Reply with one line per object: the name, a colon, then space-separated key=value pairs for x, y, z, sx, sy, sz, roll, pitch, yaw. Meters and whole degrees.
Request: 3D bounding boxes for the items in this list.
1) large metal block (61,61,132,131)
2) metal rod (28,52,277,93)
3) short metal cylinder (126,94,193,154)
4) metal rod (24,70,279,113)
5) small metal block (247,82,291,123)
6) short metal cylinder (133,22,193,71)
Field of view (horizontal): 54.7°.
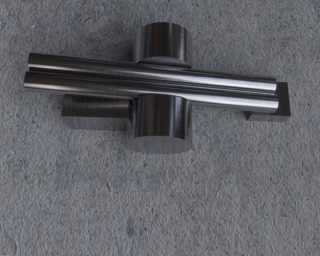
large metal block: x=-0.078 y=-0.042 z=0.411 sx=0.080 sy=0.050 sz=0.080 roll=2 pitch=70 yaw=0
metal rod: x=-0.003 y=-0.066 z=0.386 sx=0.302 sy=0.025 sz=0.025 roll=4 pitch=70 yaw=-7
short metal cylinder: x=0.000 y=-0.002 z=0.381 sx=0.080 sy=0.080 sz=0.050 roll=1 pitch=70 yaw=0
metal rod: x=-0.004 y=-0.043 z=0.377 sx=0.302 sy=0.025 sz=0.025 roll=4 pitch=70 yaw=-7
small metal block: x=0.147 y=-0.036 z=0.424 sx=0.050 sy=0.025 sz=0.050 roll=3 pitch=70 yaw=1
short metal cylinder: x=0.004 y=-0.095 z=0.415 sx=0.080 sy=0.080 sz=0.050 roll=1 pitch=70 yaw=0
